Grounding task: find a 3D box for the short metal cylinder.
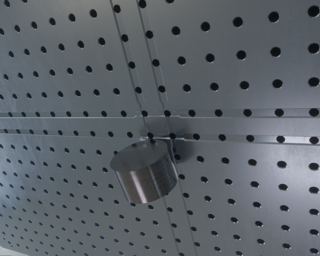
[{"bbox_3d":[-0.021,0.057,0.423,0.080,0.080,0.050,-5,116,30],"label":"short metal cylinder"}]
